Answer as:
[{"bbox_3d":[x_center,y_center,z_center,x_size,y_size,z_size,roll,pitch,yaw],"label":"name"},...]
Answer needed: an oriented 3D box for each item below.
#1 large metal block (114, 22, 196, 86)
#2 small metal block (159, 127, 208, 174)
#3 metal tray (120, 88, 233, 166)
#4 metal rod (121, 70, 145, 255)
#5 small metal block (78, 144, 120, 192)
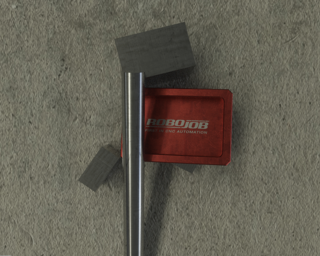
[{"bbox_3d":[-0.006,-0.084,0.382,0.080,0.080,0.050,-14,90,0],"label":"large metal block"},{"bbox_3d":[0.030,0.025,0.410,0.050,0.025,0.050,26,90,-1],"label":"small metal block"},{"bbox_3d":[0.020,-0.002,0.382,0.131,0.030,0.089,2,86,7],"label":"metal tray"},{"bbox_3d":[-0.031,0.083,0.369,0.025,0.025,0.298,1,107,-1],"label":"metal rod"},{"bbox_3d":[-0.074,0.049,0.397,0.025,0.050,0.050,35,90,-1],"label":"small metal block"}]
